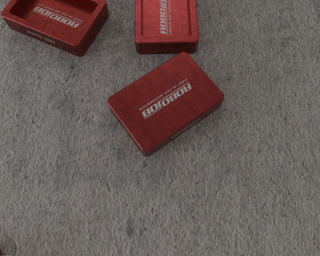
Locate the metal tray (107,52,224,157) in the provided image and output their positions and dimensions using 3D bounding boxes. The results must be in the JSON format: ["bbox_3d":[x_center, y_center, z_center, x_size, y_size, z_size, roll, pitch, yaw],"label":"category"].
[{"bbox_3d":[0.008,-0.034,0.418,0.131,0.030,0.090,-34,74,-12],"label":"metal tray"}]

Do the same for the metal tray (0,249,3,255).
[{"bbox_3d":[-0.202,0.203,0.329,0.090,0.030,0.130,-28,72,-10],"label":"metal tray"}]

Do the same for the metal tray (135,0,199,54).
[{"bbox_3d":[0.009,-0.176,0.469,0.091,0.030,0.130,-1,70,-1],"label":"metal tray"}]

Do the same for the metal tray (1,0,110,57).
[{"bbox_3d":[-0.155,-0.171,0.466,0.130,0.030,0.090,23,72,8],"label":"metal tray"}]
